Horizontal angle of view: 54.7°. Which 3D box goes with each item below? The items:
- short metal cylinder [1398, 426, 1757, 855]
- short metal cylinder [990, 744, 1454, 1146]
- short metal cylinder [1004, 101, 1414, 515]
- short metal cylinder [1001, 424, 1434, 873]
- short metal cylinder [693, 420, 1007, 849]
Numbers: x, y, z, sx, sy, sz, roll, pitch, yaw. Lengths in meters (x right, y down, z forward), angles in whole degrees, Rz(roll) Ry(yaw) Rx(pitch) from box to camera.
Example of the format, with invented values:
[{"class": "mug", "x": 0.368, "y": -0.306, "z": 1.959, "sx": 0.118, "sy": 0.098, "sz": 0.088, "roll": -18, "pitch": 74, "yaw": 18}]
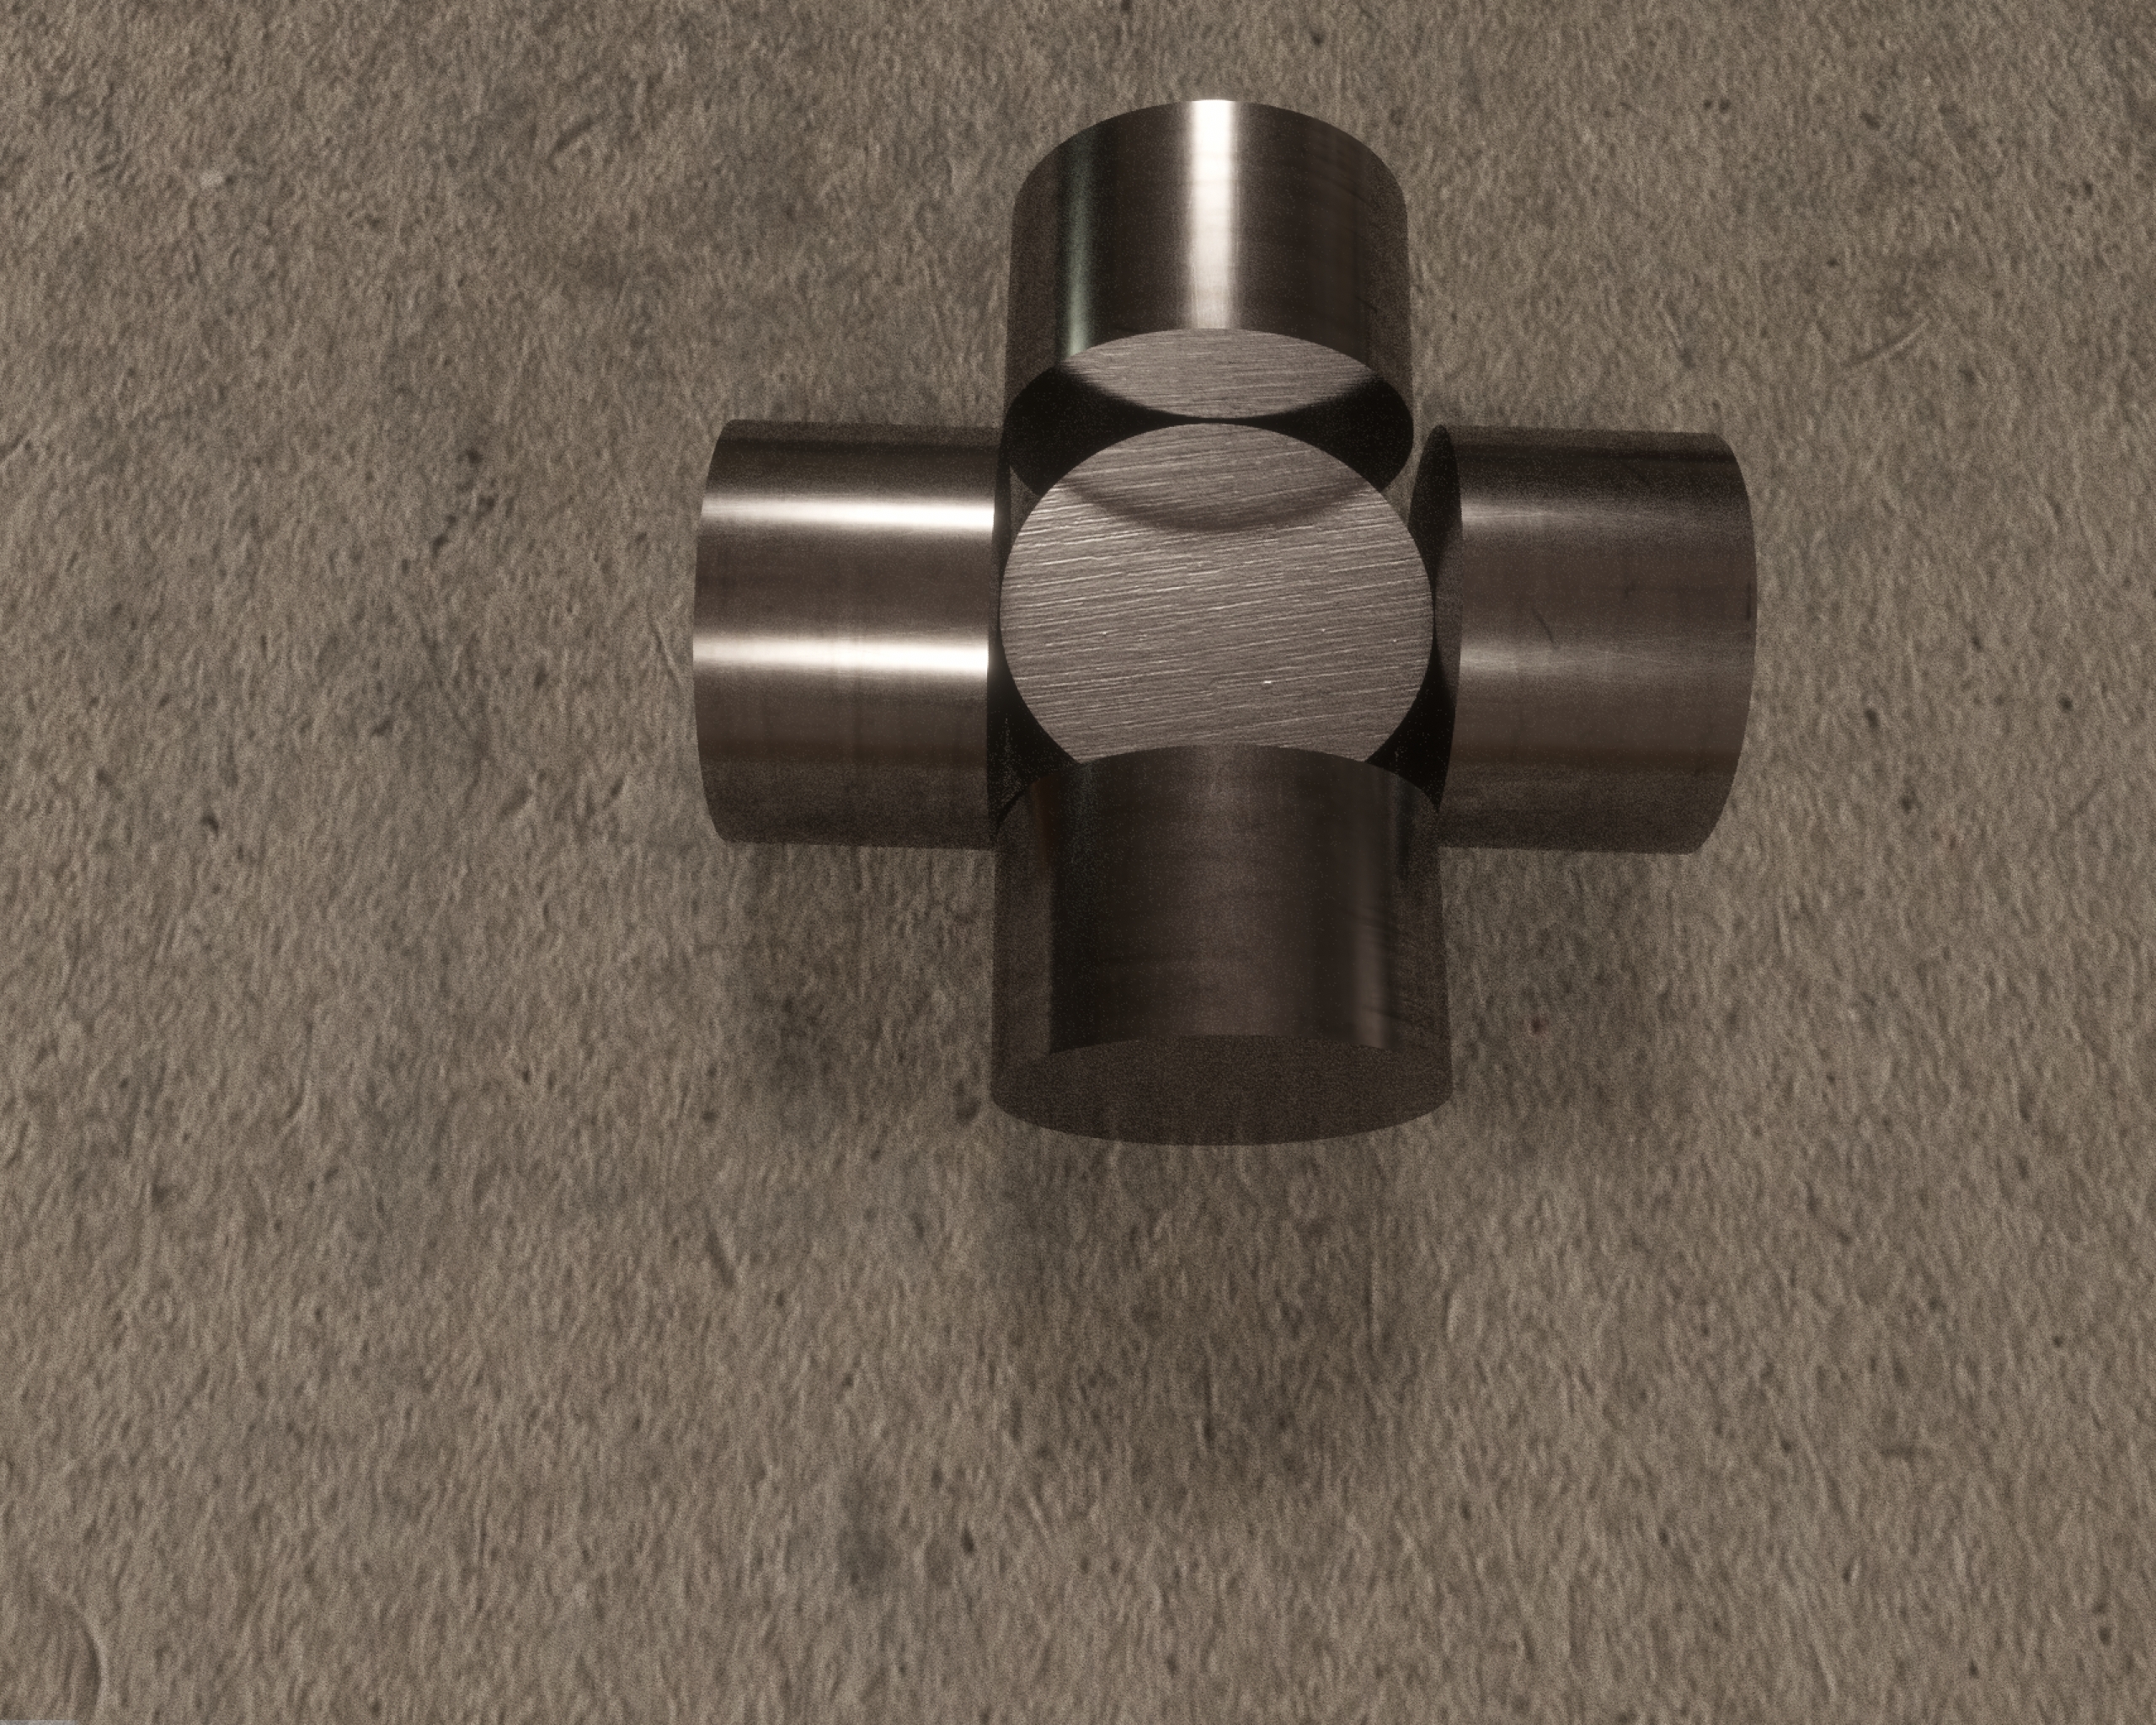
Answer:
[{"class": "short metal cylinder", "x": 0.091, "y": -0.042, "z": 0.397, "sx": 0.050, "sy": 0.080, "sz": 0.080, "roll": 2, "pitch": 70, "yaw": 1}, {"class": "short metal cylinder", "x": 0.025, "y": 0.018, "z": 0.374, "sx": 0.081, "sy": 0.080, "sz": 0.050, "roll": 0, "pitch": 70, "yaw": 0}, {"class": "short metal cylinder", "x": 0.026, "y": -0.106, "z": 0.418, "sx": 0.081, "sy": 0.080, "sz": 0.050, "roll": 2, "pitch": 71, "yaw": 0}, {"class": "short metal cylinder", "x": 0.026, "y": -0.039, "z": 0.411, "sx": 0.081, "sy": 0.050, "sz": 0.080, "roll": 0, "pitch": 70, "yaw": 0}, {"class": "short metal cylinder", "x": -0.040, "y": -0.043, "z": 0.396, "sx": 0.050, "sy": 0.080, "sz": 0.080, "roll": 2, "pitch": 70, "yaw": 1}]
